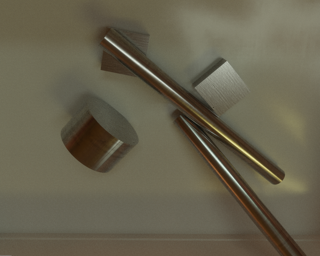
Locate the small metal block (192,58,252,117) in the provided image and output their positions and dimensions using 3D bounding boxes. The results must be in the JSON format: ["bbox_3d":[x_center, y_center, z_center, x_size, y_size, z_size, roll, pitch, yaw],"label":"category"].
[{"bbox_3d":[0.078,-0.052,0.393,0.050,0.025,0.050,-40,106,13],"label":"small metal block"}]

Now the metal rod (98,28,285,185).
[{"bbox_3d":[0.053,-0.015,0.390,0.301,0.025,0.025,37,106,-19],"label":"metal rod"}]

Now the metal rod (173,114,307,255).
[{"bbox_3d":[0.119,0.101,0.387,0.025,0.025,0.300,-40,82,13],"label":"metal rod"}]

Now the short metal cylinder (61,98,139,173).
[{"bbox_3d":[-0.073,0.009,0.384,0.080,0.080,0.050,41,105,-14],"label":"short metal cylinder"}]

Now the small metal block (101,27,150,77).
[{"bbox_3d":[-0.042,-0.092,0.377,0.050,0.025,0.050,11,110,-5],"label":"small metal block"}]
